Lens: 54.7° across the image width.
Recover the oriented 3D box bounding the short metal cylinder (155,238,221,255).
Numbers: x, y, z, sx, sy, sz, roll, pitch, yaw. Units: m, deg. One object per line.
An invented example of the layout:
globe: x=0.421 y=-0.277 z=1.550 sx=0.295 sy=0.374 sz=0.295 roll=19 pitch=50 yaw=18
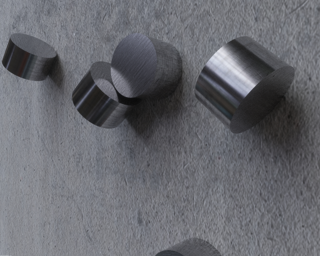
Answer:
short metal cylinder: x=0.033 y=0.176 z=0.362 sx=0.080 sy=0.050 sz=0.080 roll=0 pitch=90 yaw=40

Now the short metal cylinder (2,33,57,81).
short metal cylinder: x=-0.238 y=-0.129 z=0.566 sx=0.080 sy=0.081 sz=0.050 roll=48 pitch=119 yaw=29

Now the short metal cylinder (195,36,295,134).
short metal cylinder: x=0.081 y=-0.041 z=0.302 sx=0.050 sy=0.081 sz=0.080 roll=49 pitch=119 yaw=29

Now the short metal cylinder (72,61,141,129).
short metal cylinder: x=-0.073 y=-0.046 z=0.429 sx=0.050 sy=0.081 sz=0.080 roll=-45 pitch=63 yaw=31

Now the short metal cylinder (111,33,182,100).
short metal cylinder: x=-0.018 y=-0.078 z=0.404 sx=0.080 sy=0.050 sz=0.080 roll=0 pitch=90 yaw=40
